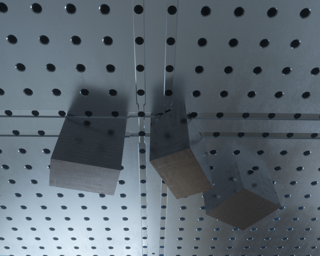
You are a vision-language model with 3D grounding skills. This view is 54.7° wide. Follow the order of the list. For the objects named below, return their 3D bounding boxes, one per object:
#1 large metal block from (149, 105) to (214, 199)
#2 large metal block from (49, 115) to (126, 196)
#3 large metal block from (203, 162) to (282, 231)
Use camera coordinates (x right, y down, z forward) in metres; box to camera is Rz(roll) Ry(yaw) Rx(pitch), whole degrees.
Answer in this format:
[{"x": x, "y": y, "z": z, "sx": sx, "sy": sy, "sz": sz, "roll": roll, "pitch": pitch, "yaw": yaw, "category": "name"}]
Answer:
[{"x": 0.028, "y": 0.032, "z": 0.403, "sx": 0.050, "sy": 0.080, "sz": 0.080, "roll": -20, "pitch": 128, "yaw": 16, "category": "large metal block"}, {"x": -0.092, "y": 0.035, "z": 0.404, "sx": 0.081, "sy": 0.080, "sz": 0.050, "roll": 11, "pitch": 129, "yaw": -10, "category": "large metal block"}, {"x": 0.127, "y": 0.110, "z": 0.491, "sx": 0.080, "sy": 0.050, "sz": 0.080, "roll": 28, "pitch": 124, "yaw": -23, "category": "large metal block"}]
